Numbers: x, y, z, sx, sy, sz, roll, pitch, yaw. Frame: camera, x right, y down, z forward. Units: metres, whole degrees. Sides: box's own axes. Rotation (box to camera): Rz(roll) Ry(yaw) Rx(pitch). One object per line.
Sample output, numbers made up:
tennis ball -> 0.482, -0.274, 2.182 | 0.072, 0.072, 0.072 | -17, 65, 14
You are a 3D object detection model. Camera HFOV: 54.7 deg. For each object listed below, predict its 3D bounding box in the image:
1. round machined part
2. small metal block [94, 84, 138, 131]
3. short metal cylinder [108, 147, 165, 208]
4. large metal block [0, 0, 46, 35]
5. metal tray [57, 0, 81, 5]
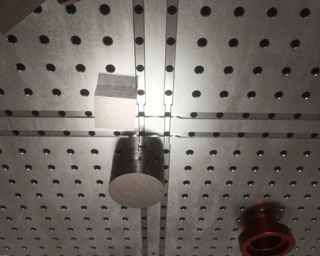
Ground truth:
round machined part -> 0.194, 0.202, 0.576 | 0.099, 0.042, 0.097 | -1, 130, 0
small metal block -> -0.055, -0.025, 0.390 | 0.050, 0.025, 0.050 | 5, 130, -5
short metal cylinder -> -0.033, 0.074, 0.458 | 0.081, 0.050, 0.079 | 0, 130, 0
large metal block -> -0.135, -0.144, 0.271 | 0.080, 0.050, 0.080 | -27, 125, 21
metal tray -> -0.081, -0.172, 0.226 | 0.090, 0.030, 0.130 | -51, 124, -15
